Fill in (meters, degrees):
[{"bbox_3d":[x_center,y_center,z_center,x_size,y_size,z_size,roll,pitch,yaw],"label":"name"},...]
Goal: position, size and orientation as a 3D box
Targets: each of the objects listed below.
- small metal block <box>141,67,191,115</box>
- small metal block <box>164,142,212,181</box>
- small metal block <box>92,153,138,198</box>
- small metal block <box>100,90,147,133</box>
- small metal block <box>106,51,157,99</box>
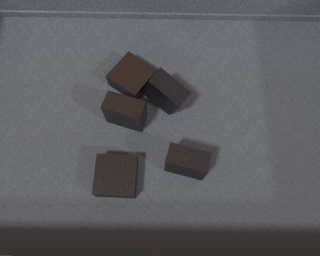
[{"bbox_3d":[0.007,-0.047,0.407,0.050,0.050,0.025,39,74,-5],"label":"small metal block"},{"bbox_3d":[0.033,0.042,0.381,0.050,0.050,0.025,14,71,5],"label":"small metal block"},{"bbox_3d":[-0.055,0.060,0.387,0.050,0.025,0.050,3,70,0],"label":"small metal block"},{"bbox_3d":[-0.045,-0.021,0.403,0.050,0.050,0.025,17,71,6],"label":"small metal block"},{"bbox_3d":[-0.039,-0.071,0.435,0.050,0.025,0.050,35,73,11],"label":"small metal block"}]
